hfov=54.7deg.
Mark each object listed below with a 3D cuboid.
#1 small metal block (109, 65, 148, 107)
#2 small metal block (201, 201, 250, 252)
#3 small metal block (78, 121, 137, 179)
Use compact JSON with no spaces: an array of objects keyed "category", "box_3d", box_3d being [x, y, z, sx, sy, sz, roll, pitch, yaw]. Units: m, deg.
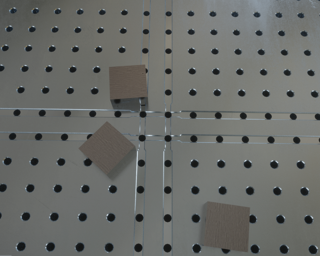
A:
[{"category":"small metal block","box_3d":[-0.044,-0.059,0.433,0.050,0.025,0.050,-4,70,-2]},{"category":"small metal block","box_3d":[0.078,0.118,0.370,0.050,0.025,0.050,8,70,2]},{"category":"small metal block","box_3d":[-0.067,0.028,0.401,0.050,0.025,0.050,40,75,13]}]
